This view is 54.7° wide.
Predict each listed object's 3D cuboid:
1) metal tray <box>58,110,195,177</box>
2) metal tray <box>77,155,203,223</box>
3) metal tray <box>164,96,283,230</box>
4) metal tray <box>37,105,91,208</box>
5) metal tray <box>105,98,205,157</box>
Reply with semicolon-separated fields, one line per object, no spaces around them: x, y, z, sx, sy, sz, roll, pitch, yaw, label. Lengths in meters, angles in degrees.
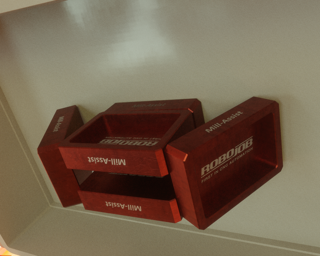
-0.036;0.013;0.352;0.130;0.090;0.030;0;118;28;metal tray
-0.022;0.066;0.378;0.130;0.090;0.030;0;118;28;metal tray
0.073;0.033;0.322;0.030;0.131;0.089;23;134;52;metal tray
-0.123;0.033;0.426;0.030;0.130;0.089;-15;116;0;metal tray
-0.004;0.010;0.412;0.130;0.030;0.089;-1;118;28;metal tray
